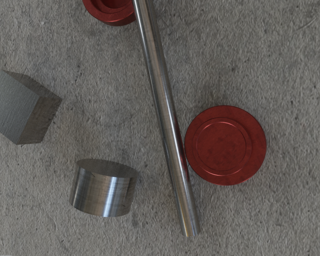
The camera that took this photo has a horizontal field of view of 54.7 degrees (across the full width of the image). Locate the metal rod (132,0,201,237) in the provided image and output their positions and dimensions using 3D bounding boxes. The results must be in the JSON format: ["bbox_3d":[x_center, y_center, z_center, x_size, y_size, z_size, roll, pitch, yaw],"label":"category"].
[{"bbox_3d":[0.009,-0.013,0.385,0.025,0.025,0.298,-11,94,19],"label":"metal rod"}]

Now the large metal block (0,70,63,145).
[{"bbox_3d":[-0.210,-0.031,0.470,0.080,0.050,0.080,33,101,17],"label":"large metal block"}]

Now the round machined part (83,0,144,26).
[{"bbox_3d":[-0.053,-0.186,0.419,0.098,0.042,0.097,0,90,20],"label":"round machined part"}]

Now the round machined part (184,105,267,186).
[{"bbox_3d":[0.076,0.021,0.373,0.098,0.042,0.097,0,90,19],"label":"round machined part"}]

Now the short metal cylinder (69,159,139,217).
[{"bbox_3d":[-0.073,0.076,0.406,0.080,0.080,0.050,15,95,19],"label":"short metal cylinder"}]
